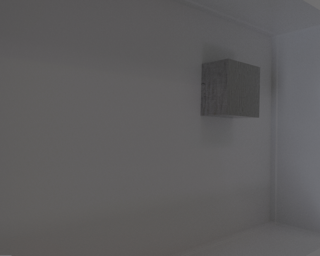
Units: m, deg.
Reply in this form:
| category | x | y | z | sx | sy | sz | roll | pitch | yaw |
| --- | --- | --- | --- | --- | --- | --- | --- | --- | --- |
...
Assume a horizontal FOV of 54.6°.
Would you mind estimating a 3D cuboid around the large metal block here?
| category | x | y | z | sx | sy | sz | roll | pitch | yaw |
| --- | --- | --- | --- | --- | --- | --- | --- | --- | --- |
| large metal block | 0.110 | -0.057 | 0.481 | 0.081 | 0.050 | 0.080 | 2 | 89 | -40 |
